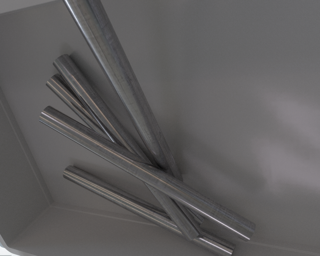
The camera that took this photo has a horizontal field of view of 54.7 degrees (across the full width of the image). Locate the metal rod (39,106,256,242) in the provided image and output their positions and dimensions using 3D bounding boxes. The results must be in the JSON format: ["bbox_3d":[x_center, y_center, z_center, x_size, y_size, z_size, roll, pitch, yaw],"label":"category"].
[{"bbox_3d":[-0.019,0.055,0.394,0.301,0.025,0.025,29,128,4],"label":"metal rod"}]

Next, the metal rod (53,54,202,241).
[{"bbox_3d":[-0.044,0.026,0.421,0.025,0.025,0.300,-38,89,39],"label":"metal rod"}]

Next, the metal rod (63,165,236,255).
[{"bbox_3d":[-0.031,0.123,0.480,0.301,0.025,0.025,20,126,24],"label":"metal rod"}]

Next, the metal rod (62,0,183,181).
[{"bbox_3d":[-0.020,-0.013,0.333,0.025,0.025,0.299,7,147,24],"label":"metal rod"}]

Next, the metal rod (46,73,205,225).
[{"bbox_3d":[-0.048,0.035,0.455,0.300,0.025,0.025,44,129,-3],"label":"metal rod"}]
